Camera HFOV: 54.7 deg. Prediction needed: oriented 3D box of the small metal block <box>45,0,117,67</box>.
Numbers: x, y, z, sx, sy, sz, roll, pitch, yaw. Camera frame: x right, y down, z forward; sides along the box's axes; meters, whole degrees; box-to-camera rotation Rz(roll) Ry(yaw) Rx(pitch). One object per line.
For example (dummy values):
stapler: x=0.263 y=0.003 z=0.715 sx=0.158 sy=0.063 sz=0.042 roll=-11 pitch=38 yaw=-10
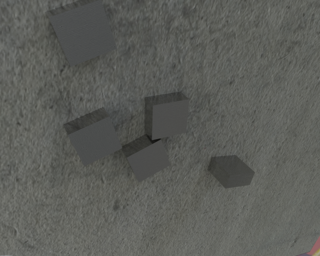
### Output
small metal block: x=-0.077 y=-0.096 z=0.306 sx=0.050 sy=0.025 sz=0.050 roll=-26 pitch=128 yaw=-13

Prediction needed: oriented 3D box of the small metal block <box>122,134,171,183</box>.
small metal block: x=-0.019 y=0.039 z=0.422 sx=0.050 sy=0.025 sz=0.050 roll=-28 pitch=128 yaw=-11

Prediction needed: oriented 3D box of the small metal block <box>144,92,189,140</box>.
small metal block: x=0.008 y=-0.016 z=0.403 sx=0.050 sy=0.025 sz=0.050 roll=-12 pitch=124 yaw=-23

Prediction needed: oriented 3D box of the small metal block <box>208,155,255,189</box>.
small metal block: x=0.114 y=0.069 z=0.498 sx=0.050 sy=0.050 sz=0.025 roll=-1 pitch=119 yaw=-28

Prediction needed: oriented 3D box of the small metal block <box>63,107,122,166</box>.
small metal block: x=-0.079 y=0.010 z=0.371 sx=0.050 sy=0.025 sz=0.050 roll=-26 pitch=128 yaw=-13
